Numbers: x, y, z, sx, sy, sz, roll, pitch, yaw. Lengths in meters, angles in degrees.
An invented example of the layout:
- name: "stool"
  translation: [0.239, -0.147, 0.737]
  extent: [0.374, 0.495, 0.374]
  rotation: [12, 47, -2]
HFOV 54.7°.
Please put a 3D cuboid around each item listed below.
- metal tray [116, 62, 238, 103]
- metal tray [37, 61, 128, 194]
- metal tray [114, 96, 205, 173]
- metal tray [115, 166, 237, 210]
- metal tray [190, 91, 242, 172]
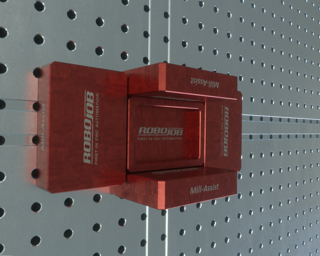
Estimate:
- name: "metal tray"
  translation: [0.023, -0.052, 0.388]
  extent: [0.131, 0.090, 0.030]
  rotation: [1, 90, -40]
- name: "metal tray"
  translation: [-0.082, 0.000, 0.338]
  extent: [0.091, 0.030, 0.129]
  rotation: [1, 89, -40]
- name: "metal tray"
  translation: [0.004, 0.008, 0.408]
  extent: [0.131, 0.030, 0.089]
  rotation: [1, 90, -40]
- name: "metal tray"
  translation: [0.022, 0.068, 0.386]
  extent: [0.131, 0.090, 0.030]
  rotation: [1, 90, -40]
- name: "metal tray"
  translation: [0.088, 0.005, 0.480]
  extent: [0.091, 0.030, 0.129]
  rotation: [1, 89, -41]
